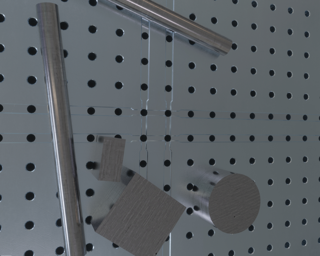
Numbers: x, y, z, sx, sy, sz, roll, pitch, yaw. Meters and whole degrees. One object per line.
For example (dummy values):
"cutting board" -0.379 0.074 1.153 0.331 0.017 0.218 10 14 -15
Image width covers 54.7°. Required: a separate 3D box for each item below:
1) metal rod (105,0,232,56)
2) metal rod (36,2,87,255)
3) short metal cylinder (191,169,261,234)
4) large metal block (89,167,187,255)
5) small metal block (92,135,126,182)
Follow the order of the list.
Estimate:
"metal rod" -0.037 -0.163 0.398 0.302 0.025 0.025 19 84 -19
"metal rod" -0.117 0.005 0.369 0.025 0.025 0.298 -7 92 -20
"short metal cylinder" 0.091 0.100 0.433 0.081 0.050 0.079 0 90 -20
"large metal block" -0.028 0.107 0.389 0.080 0.050 0.080 38 78 -16
"small metal block" -0.063 0.036 0.376 0.025 0.050 0.050 9 87 -20
